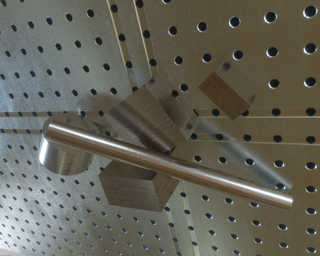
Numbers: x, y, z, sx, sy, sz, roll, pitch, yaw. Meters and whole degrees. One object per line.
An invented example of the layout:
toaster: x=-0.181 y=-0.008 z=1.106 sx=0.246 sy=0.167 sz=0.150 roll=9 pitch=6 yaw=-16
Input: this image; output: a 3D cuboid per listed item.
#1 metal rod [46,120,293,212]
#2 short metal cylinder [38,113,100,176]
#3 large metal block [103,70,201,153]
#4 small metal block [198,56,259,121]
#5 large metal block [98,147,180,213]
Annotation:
metal rod: x=0.015 y=0.047 z=0.374 sx=0.302 sy=0.025 sz=0.025 roll=17 pitch=127 yaw=-5
short metal cylinder: x=-0.134 y=0.023 z=0.459 sx=0.080 sy=0.080 sz=0.050 roll=33 pitch=129 yaw=6
large metal block: x=-0.010 y=-0.013 z=0.391 sx=0.080 sy=0.050 sz=0.080 roll=-30 pitch=102 yaw=37
small metal block: x=0.074 y=-0.043 z=0.329 sx=0.050 sy=0.050 sz=0.025 roll=43 pitch=129 yaw=-2
large metal block: x=-0.023 y=0.065 z=0.426 sx=0.080 sy=0.080 sz=0.050 roll=1 pitch=119 yaw=27
